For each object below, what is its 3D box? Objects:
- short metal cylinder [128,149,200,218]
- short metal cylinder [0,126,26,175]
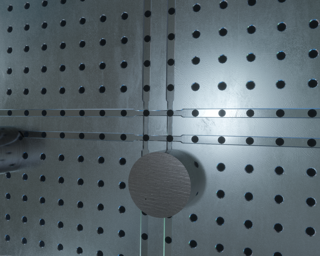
[{"bbox_3d":[0.007,0.068,0.397,0.080,0.050,0.079,0,90,20],"label":"short metal cylinder"},{"bbox_3d":[-0.265,0.036,0.493,0.080,0.050,0.079,0,90,20],"label":"short metal cylinder"}]
